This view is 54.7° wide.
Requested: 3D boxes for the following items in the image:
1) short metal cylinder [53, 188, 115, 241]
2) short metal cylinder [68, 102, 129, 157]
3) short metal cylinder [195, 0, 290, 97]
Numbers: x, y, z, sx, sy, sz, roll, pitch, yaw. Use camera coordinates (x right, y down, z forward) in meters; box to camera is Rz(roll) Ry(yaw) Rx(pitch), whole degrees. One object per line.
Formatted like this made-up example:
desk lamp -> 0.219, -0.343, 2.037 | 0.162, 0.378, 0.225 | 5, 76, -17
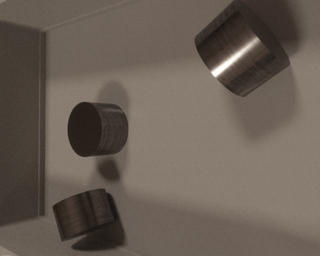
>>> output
short metal cylinder -> -0.113, 0.129, 0.461 | 0.080, 0.081, 0.050 | -34, 69, 34
short metal cylinder -> -0.094, 0.002, 0.465 | 0.080, 0.050, 0.079 | 0, 90, 39
short metal cylinder -> 0.080, -0.077, 0.304 | 0.050, 0.081, 0.080 | -39, 67, 33
